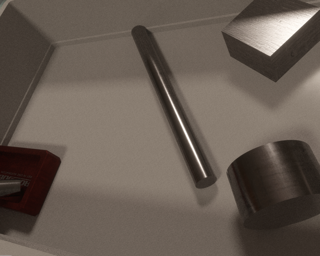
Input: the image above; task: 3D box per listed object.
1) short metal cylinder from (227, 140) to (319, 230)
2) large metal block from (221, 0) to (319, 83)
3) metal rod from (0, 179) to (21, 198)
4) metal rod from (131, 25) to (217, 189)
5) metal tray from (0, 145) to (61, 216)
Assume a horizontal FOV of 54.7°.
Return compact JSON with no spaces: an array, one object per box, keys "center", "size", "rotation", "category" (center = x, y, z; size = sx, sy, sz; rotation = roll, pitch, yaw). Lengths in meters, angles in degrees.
[{"center":[0.107,0.054,0.281],"size":[0.080,0.080,0.050],"rotation":[-22,54,14],"category":"short metal cylinder"},{"center":[0.139,-0.117,0.388],"size":[0.080,0.050,0.080],"rotation":[-43,51,-2],"category":"large metal block"},{"center":[-0.339,0.084,0.384],"size":[0.303,0.025,0.025],"rotation":[0,50,-23],"category":"metal rod"},{"center":[0.007,-0.051,0.431],"size":[0.025,0.025,0.299],"rotation":[-29,52,10],"category":"metal rod"},{"center":[-0.222,0.076,0.469],"size":[0.130,0.030,0.090],"rotation":[3,63,29],"category":"metal tray"}]
